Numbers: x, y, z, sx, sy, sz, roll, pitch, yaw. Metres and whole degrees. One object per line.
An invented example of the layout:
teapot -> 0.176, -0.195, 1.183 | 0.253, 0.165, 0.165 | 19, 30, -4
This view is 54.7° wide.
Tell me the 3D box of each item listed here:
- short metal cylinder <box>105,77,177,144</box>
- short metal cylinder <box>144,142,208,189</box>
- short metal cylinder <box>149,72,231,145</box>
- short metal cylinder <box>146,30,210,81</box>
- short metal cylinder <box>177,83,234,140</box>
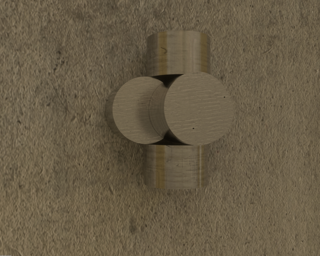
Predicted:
short metal cylinder -> -0.025, -0.021, 0.388 | 0.081, 0.050, 0.079 | 0, 90, -21
short metal cylinder -> 0.020, 0.044, 0.390 | 0.081, 0.080, 0.050 | 0, 90, -20
short metal cylinder -> 0.033, -0.021, 0.356 | 0.081, 0.050, 0.079 | 0, 90, -21
short metal cylinder -> 0.023, -0.086, 0.391 | 0.081, 0.080, 0.050 | 0, 90, -20
short metal cylinder -> 0.050, -0.022, 0.417 | 0.081, 0.050, 0.079 | 0, 90, -21
